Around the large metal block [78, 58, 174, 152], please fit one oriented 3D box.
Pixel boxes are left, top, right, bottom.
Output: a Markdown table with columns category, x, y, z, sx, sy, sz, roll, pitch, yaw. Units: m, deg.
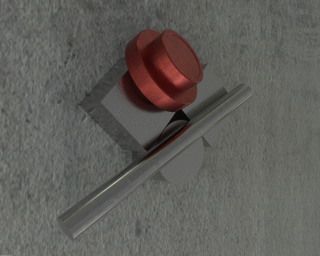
| category | x | y | z | sx | sy | sz | roll | pitch | yaw |
| --- | --- | --- | --- | --- | --- | --- | --- | --- | --- |
| large metal block | -0.032 | -0.029 | 0.363 | 0.080 | 0.050 | 0.080 | 50 | 60 | -29 |

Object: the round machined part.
| category | x | y | z | sx | sy | sz | roll | pitch | yaw |
| --- | --- | --- | --- | --- | --- | --- | --- | --- | --- |
| round machined part | 0.012 | -0.070 | 0.349 | 0.098 | 0.042 | 0.098 | 32 | 42 | -34 |

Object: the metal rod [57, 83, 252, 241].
| category | x | y | z | sx | sy | sz | roll | pitch | yaw |
| --- | --- | --- | --- | --- | --- | --- | --- | --- | --- |
| metal rod | 0.019 | 0.018 | 0.358 | 0.302 | 0.025 | 0.025 | -35 | 112 | -35 |

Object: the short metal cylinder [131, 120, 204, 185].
| category | x | y | z | sx | sy | sz | roll | pitch | yaw |
| --- | --- | --- | --- | --- | --- | --- | --- | --- | --- |
| short metal cylinder | 0.011 | 0.030 | 0.400 | 0.081 | 0.050 | 0.079 | 0 | 90 | -40 |

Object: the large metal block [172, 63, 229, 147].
| category | x | y | z | sx | sy | sz | roll | pitch | yaw |
| --- | --- | --- | --- | --- | --- | --- | --- | --- | --- |
| large metal block | 0.051 | -0.031 | 0.435 | 0.080 | 0.050 | 0.080 | 49 | 61 | -29 |

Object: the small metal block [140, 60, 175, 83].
| category | x | y | z | sx | sy | sz | roll | pitch | yaw |
| --- | --- | --- | --- | --- | --- | --- | --- | --- | --- |
| small metal block | 0.002 | -0.069 | 0.408 | 0.050 | 0.025 | 0.050 | 50 | 60 | -29 |
